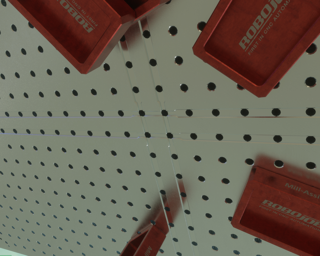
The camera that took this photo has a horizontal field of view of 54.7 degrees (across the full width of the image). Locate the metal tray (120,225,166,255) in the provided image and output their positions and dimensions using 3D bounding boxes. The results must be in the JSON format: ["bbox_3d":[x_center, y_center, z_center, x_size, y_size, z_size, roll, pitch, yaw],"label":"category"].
[{"bbox_3d":[-0.049,0.228,0.509,0.030,0.131,0.090,43,129,-2],"label":"metal tray"}]

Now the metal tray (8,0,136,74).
[{"bbox_3d":[-0.101,-0.135,0.336,0.130,0.030,0.090,45,129,-4],"label":"metal tray"}]

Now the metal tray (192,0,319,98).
[{"bbox_3d":[0.101,-0.103,0.290,0.090,0.030,0.129,35,129,4],"label":"metal tray"}]

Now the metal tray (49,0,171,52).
[{"bbox_3d":[-0.063,-0.152,0.345,0.130,0.030,0.090,-20,108,35],"label":"metal tray"}]

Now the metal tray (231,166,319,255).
[{"bbox_3d":[0.165,0.111,0.389,0.130,0.030,0.089,20,126,15],"label":"metal tray"}]
